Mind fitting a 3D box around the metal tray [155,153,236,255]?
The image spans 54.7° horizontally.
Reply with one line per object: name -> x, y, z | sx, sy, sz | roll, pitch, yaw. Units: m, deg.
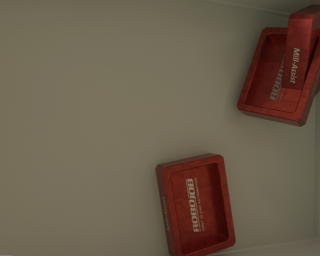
metal tray -> 0.050, 0.107, 0.426 | 0.091, 0.030, 0.129 | -10, 94, -20

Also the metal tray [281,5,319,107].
metal tray -> 0.208, -0.101, 0.440 | 0.091, 0.030, 0.129 | -33, 128, -41

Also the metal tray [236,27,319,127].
metal tray -> 0.173, -0.075, 0.435 | 0.030, 0.090, 0.129 | 26, 83, -53
